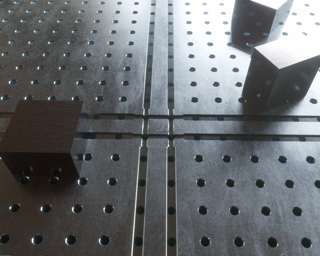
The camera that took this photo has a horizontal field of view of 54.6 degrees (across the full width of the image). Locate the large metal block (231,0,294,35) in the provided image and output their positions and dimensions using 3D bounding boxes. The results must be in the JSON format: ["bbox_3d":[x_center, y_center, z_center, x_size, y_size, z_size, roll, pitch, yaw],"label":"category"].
[{"bbox_3d":[0.195,-0.230,0.586,0.080,0.050,0.080,32,57,24],"label":"large metal block"}]

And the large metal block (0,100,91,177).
[{"bbox_3d":[-0.137,0.012,0.381,0.080,0.050,0.080,1,50,1],"label":"large metal block"}]

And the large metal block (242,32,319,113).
[{"bbox_3d":[0.172,-0.078,0.438,0.081,0.080,0.050,-21,53,-17],"label":"large metal block"}]
